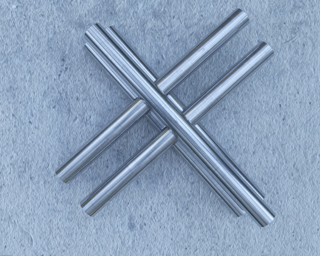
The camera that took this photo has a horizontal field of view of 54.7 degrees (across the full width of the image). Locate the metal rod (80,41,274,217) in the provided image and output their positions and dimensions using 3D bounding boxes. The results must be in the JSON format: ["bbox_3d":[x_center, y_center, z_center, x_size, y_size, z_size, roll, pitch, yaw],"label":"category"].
[{"bbox_3d":[0.022,0.001,0.386,0.300,0.025,0.025,-42,91,-1],"label":"metal rod"}]

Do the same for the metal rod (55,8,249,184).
[{"bbox_3d":[-0.009,-0.040,0.386,0.300,0.025,0.025,-42,91,-1],"label":"metal rod"}]

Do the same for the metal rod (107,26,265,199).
[{"bbox_3d":[0.030,-0.015,0.411,0.025,0.025,0.300,-42,91,0],"label":"metal rod"}]

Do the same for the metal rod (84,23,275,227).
[{"bbox_3d":[0.023,-0.003,0.361,0.025,0.025,0.300,-43,91,0],"label":"metal rod"}]

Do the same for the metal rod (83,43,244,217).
[{"bbox_3d":[0.009,-0.001,0.411,0.025,0.025,0.300,-42,91,0],"label":"metal rod"}]
